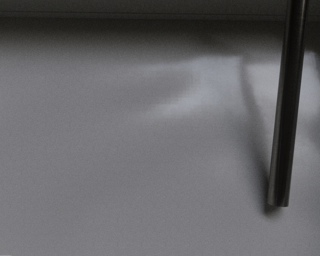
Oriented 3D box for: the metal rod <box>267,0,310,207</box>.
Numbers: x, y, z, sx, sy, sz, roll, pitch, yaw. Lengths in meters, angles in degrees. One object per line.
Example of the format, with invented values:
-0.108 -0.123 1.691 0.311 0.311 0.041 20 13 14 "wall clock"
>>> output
0.156 -0.056 0.373 0.025 0.025 0.298 5 92 2 "metal rod"
